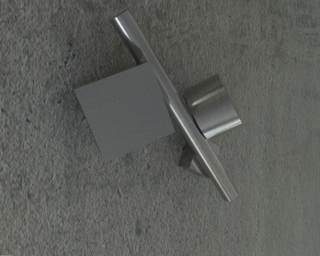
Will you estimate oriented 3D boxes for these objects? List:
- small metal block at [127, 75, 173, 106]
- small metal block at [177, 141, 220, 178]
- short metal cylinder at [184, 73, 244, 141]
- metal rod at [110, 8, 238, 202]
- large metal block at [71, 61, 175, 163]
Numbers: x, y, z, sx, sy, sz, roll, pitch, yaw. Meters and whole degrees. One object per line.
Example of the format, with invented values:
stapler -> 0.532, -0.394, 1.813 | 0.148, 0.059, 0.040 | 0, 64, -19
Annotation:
small metal block -> -0.014, -0.049, 0.396 | 0.050, 0.025, 0.050 | 16, 80, -39
small metal block -> 0.058, 0.042, 0.458 | 0.050, 0.025, 0.050 | 31, 71, -36
short metal cylinder -> 0.075, -0.029, 0.429 | 0.080, 0.050, 0.080 | 56, 18, -27
metal rod -> 0.031, -0.012, 0.402 | 0.025, 0.025, 0.299 | -49, 119, -29
large metal block -> -0.040, -0.021, 0.336 | 0.081, 0.050, 0.080 | -24, 107, -13
